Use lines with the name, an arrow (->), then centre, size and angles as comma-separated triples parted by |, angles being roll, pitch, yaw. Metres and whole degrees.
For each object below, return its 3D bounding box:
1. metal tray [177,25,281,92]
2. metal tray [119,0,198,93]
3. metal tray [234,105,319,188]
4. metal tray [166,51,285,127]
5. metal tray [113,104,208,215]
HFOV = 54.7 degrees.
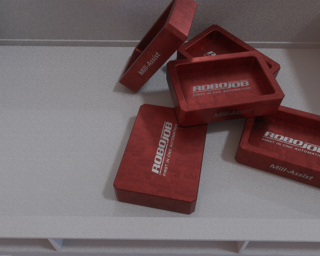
metal tray -> 0.100, -0.096, 0.469 | 0.090, 0.030, 0.130 | -39, 65, -22
metal tray -> -0.005, -0.118, 0.439 | 0.030, 0.129, 0.090 | 32, 49, -18
metal tray -> 0.169, 0.019, 0.386 | 0.130, 0.030, 0.090 | 17, 52, 13
metal tray -> 0.080, -0.054, 0.403 | 0.131, 0.030, 0.090 | -8, 54, -7
metal tray -> 0.006, 0.031, 0.375 | 0.090, 0.030, 0.130 | 9, 51, 7
